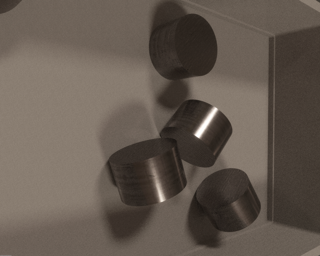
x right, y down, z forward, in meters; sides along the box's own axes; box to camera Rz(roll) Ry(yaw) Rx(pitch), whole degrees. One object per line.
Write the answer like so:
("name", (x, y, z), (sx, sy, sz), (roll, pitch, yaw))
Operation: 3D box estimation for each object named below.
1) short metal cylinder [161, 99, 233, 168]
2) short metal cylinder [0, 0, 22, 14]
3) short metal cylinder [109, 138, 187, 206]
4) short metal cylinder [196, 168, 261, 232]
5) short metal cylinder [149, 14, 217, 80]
("short metal cylinder", (0.049, 0.008, 0.414), (0.080, 0.080, 0.050), (52, 60, -28))
("short metal cylinder", (-0.149, -0.145, 0.265), (0.081, 0.050, 0.079), (0, 91, -40))
("short metal cylinder", (-0.013, 0.049, 0.361), (0.081, 0.080, 0.050), (-24, 106, -38))
("short metal cylinder", (0.101, 0.105, 0.459), (0.080, 0.080, 0.050), (-45, 117, -31))
("short metal cylinder", (0.032, -0.107, 0.419), (0.081, 0.050, 0.079), (0, 90, -40))
